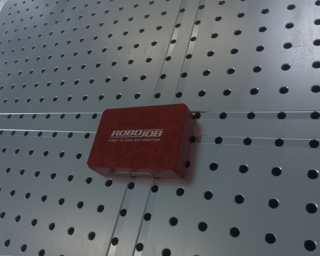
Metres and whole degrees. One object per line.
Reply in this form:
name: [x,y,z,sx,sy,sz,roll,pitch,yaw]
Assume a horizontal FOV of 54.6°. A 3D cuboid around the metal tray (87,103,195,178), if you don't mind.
metal tray: [-0.026,0.017,0.409,0.130,0.030,0.090,-2,61,27]
